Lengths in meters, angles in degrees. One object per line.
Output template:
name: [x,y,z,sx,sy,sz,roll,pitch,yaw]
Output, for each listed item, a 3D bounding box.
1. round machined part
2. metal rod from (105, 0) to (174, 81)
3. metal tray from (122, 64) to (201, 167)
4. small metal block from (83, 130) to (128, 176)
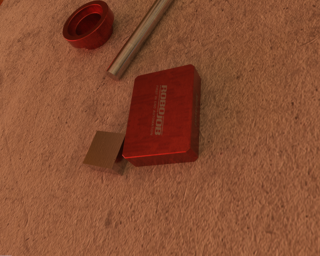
round machined part: [-0.126,-0.184,0.572,0.098,0.042,0.098,-13,56,21]
metal rod: [-0.001,-0.207,0.530,0.025,0.025,0.300,21,73,36]
metal tray: [0.005,-0.017,0.409,0.090,0.030,0.130,-8,58,24]
small metal block: [-0.069,0.033,0.420,0.050,0.025,0.050,6,64,30]
